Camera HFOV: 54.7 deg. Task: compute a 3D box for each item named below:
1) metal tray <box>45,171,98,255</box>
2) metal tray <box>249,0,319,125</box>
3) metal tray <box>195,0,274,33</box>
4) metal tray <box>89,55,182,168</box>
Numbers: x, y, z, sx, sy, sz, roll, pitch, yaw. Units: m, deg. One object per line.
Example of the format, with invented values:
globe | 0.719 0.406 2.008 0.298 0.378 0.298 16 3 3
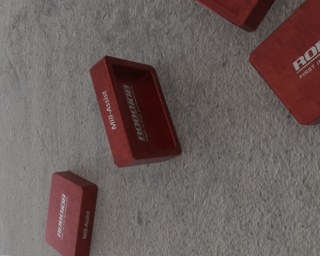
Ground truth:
metal tray | -0.153 0.148 0.529 0.090 0.030 0.129 15 99 39
metal tray | 0.157 -0.074 0.272 0.129 0.030 0.090 -44 64 31
metal tray | 0.073 -0.176 0.340 0.130 0.030 0.089 46 117 30
metal tray | -0.029 -0.020 0.386 0.030 0.091 0.129 -28 72 37
